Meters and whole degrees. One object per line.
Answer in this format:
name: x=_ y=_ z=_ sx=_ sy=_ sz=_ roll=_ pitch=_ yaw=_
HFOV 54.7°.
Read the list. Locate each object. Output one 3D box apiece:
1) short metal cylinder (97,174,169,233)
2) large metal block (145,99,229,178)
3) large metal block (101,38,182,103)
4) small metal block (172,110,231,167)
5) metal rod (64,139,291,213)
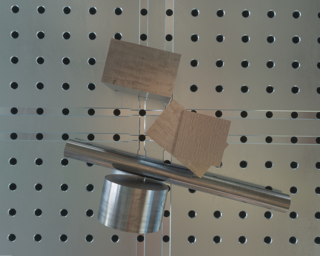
short metal cylinder: x=-0.033 y=0.091 z=0.386 sx=0.080 sy=0.080 sz=0.050 roll=10 pitch=90 yaw=-1
large metal block: x=0.030 y=0.012 z=0.386 sx=0.080 sy=0.080 sz=0.050 roll=39 pitch=90 yaw=-1
large metal block: x=-0.021 y=-0.067 z=0.386 sx=0.080 sy=0.080 sz=0.050 roll=13 pitch=90 yaw=-1
small metal block: x=0.044 y=0.011 z=0.334 sx=0.050 sy=0.025 sz=0.050 roll=14 pitch=90 yaw=-1
metal rod: x=0.023 y=0.064 z=0.413 sx=0.302 sy=0.025 sz=0.025 roll=14 pitch=90 yaw=-1
